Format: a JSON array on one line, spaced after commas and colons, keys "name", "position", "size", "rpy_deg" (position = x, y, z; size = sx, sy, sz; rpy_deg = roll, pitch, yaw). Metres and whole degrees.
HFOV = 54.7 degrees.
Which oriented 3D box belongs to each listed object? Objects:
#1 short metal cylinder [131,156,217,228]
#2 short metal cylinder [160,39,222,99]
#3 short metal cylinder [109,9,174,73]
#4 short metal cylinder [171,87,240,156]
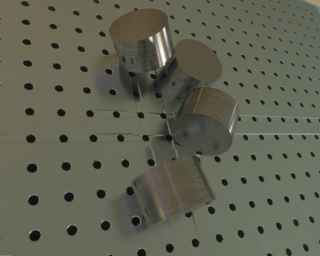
[{"name": "short metal cylinder", "position": [0.015, 0.070, 0.339], "size": [0.081, 0.080, 0.050], "rpy_deg": [-10, 67, -33]}, {"name": "short metal cylinder", "position": [0.047, -0.088, 0.473], "size": [0.081, 0.050, 0.080], "rpy_deg": [14, 56, -21]}, {"name": "short metal cylinder", "position": [-0.024, -0.122, 0.430], "size": [0.080, 0.050, 0.080], "rpy_deg": [-7, 48, 8]}, {"name": "short metal cylinder", "position": [0.061, -0.008, 0.412], "size": [0.080, 0.080, 0.050], "rpy_deg": [32, 52, -8]}]
